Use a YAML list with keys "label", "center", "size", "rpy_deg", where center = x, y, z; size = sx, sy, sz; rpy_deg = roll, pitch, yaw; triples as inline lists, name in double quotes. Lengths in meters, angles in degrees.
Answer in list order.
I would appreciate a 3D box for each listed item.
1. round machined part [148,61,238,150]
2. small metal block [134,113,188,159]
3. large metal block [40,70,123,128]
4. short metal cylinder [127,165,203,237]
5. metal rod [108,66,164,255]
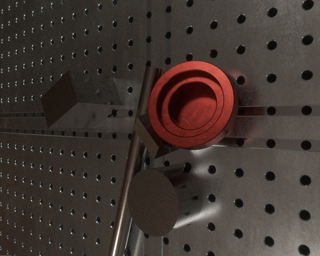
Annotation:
- label: "round machined part"
  center: [0.040, -0.023, 0.352]
  size: [0.098, 0.042, 0.098]
  rpy_deg: [-6, 75, 23]
- label: "small metal block"
  center: [0.003, 0.004, 0.385]
  size: [0.050, 0.050, 0.025]
  rpy_deg: [54, 146, 26]
- label: "large metal block"
  center: [-0.119, -0.039, 0.469]
  size: [0.080, 0.081, 0.050]
  rpy_deg: [-32, 71, 35]
- label: "short metal cylinder"
  center: [0.006, 0.088, 0.387]
  size: [0.080, 0.050, 0.079]
  rpy_deg: [0, 90, 39]
- label: "metal rod"
  center: [-0.038, 0.063, 0.438]
  size: [0.025, 0.025, 0.298]
  rpy_deg: [20, 103, 38]
